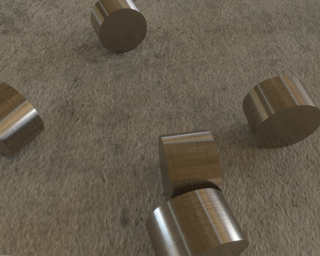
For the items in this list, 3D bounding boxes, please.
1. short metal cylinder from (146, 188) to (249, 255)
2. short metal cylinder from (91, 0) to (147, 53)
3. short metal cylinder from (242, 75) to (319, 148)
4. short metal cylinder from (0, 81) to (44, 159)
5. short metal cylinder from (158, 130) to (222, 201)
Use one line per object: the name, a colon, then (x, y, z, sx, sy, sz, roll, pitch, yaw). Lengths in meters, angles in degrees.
short metal cylinder: (0.033, 0.099, 0.285, 0.081, 0.080, 0.050, -15, 52, -13)
short metal cylinder: (-0.068, -0.171, 0.511, 0.081, 0.080, 0.050, -18, 53, -15)
short metal cylinder: (0.150, -0.018, 0.385, 0.081, 0.080, 0.050, -6, 51, -5)
short metal cylinder: (-0.189, -0.009, 0.373, 0.080, 0.080, 0.050, 27, 55, 20)
short metal cylinder: (0.029, 0.044, 0.331, 0.050, 0.080, 0.080, -7, 51, -6)
